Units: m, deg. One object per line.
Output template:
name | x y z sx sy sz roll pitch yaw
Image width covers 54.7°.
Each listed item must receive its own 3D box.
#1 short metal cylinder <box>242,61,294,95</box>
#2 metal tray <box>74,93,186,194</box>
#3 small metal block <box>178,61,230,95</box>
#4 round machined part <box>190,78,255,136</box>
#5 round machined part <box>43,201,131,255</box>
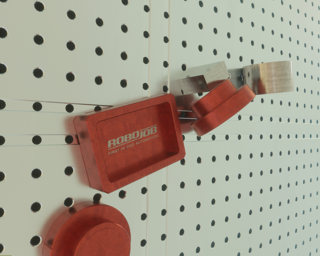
short metal cylinder | 0.185 -0.084 0.531 0.081 0.080 0.050 -10 97 -40
metal tray | -0.030 0.014 0.382 0.131 0.030 0.089 -20 103 -39
small metal block | 0.063 -0.072 0.448 0.050 0.050 0.025 -37 112 -34
round machined part | 0.081 -0.033 0.438 0.099 0.098 0.042 -37 90 -34
round machined part | -0.072 0.133 0.340 0.099 0.042 0.097 0 90 -40
